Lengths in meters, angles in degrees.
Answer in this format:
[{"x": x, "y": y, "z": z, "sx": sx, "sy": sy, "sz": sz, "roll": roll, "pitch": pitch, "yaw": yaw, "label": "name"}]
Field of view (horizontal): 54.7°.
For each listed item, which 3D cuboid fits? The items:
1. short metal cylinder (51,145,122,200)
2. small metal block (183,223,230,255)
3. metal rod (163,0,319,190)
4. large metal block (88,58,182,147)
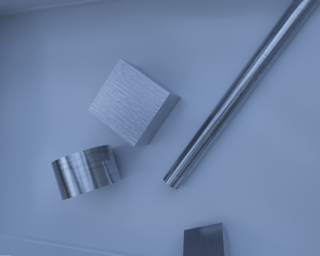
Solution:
[{"x": -0.097, "y": 0.059, "z": 0.414, "sx": 0.080, "sy": 0.080, "sz": 0.050, "roll": -21, "pitch": 83, "yaw": 18, "label": "short metal cylinder"}, {"x": 0.056, "y": 0.148, "z": 0.374, "sx": 0.050, "sy": 0.050, "sz": 0.025, "roll": -18, "pitch": 123, "yaw": 19, "label": "small metal block"}, {"x": 0.099, "y": -0.048, "z": 0.375, "sx": 0.025, "sy": 0.025, "sz": 0.299, "roll": 38, "pitch": 102, "yaw": 15, "label": "metal rod"}, {"x": -0.033, "y": -0.032, "z": 0.408, "sx": 0.080, "sy": 0.050, "sz": 0.080, "roll": 37, "pitch": 102, "yaw": 16, "label": "large metal block"}]
